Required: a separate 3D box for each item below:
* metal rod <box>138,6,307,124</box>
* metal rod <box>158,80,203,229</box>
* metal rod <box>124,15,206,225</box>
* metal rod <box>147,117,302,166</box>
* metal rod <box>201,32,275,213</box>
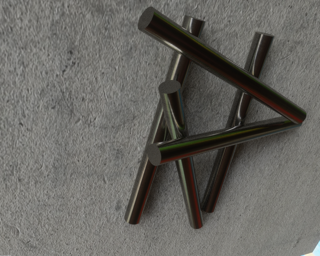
[{"bbox_3d":[0.100,-0.062,0.388,0.302,0.025,0.025,21,107,-36],"label":"metal rod"},{"bbox_3d":[0.037,0.060,0.443,0.025,0.025,0.299,-26,134,-12],"label":"metal rod"},{"bbox_3d":[-0.001,0.006,0.409,0.025,0.025,0.298,3,117,-30],"label":"metal rod"},{"bbox_3d":[0.112,0.009,0.433,0.302,0.025,0.025,-10,124,-37],"label":"metal rod"},{"bbox_3d":[0.110,0.008,0.471,0.025,0.025,0.298,-3,120,-27],"label":"metal rod"}]
